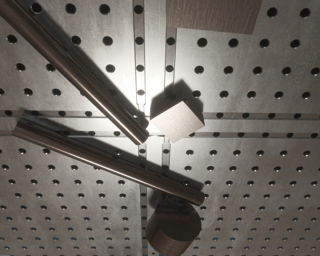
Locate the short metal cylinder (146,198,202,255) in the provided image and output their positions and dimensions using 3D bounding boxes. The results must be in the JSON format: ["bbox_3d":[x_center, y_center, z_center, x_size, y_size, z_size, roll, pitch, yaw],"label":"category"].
[{"bbox_3d":[0.022,0.164,0.516,0.081,0.080,0.050,15,129,-13],"label":"short metal cylinder"}]

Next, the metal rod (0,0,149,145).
[{"bbox_3d":[-0.111,-0.079,0.342,0.025,0.025,0.300,-28,125,22],"label":"metal rod"}]

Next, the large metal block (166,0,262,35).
[{"bbox_3d":[0.050,-0.136,0.280,0.081,0.050,0.079,4,130,-4],"label":"large metal block"}]

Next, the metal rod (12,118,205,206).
[{"bbox_3d":[-0.061,0.058,0.459,0.302,0.025,0.025,25,126,-21],"label":"metal rod"}]

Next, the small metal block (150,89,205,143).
[{"bbox_3d":[0.022,-0.014,0.400,0.050,0.025,0.050,-30,124,23],"label":"small metal block"}]
